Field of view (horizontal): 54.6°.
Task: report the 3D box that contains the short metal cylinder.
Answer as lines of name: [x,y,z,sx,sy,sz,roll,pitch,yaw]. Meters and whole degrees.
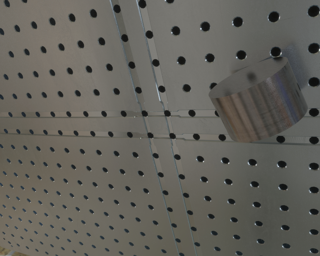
short metal cylinder: [0.096,-0.029,0.308,0.080,0.080,0.050,-19,108,35]
